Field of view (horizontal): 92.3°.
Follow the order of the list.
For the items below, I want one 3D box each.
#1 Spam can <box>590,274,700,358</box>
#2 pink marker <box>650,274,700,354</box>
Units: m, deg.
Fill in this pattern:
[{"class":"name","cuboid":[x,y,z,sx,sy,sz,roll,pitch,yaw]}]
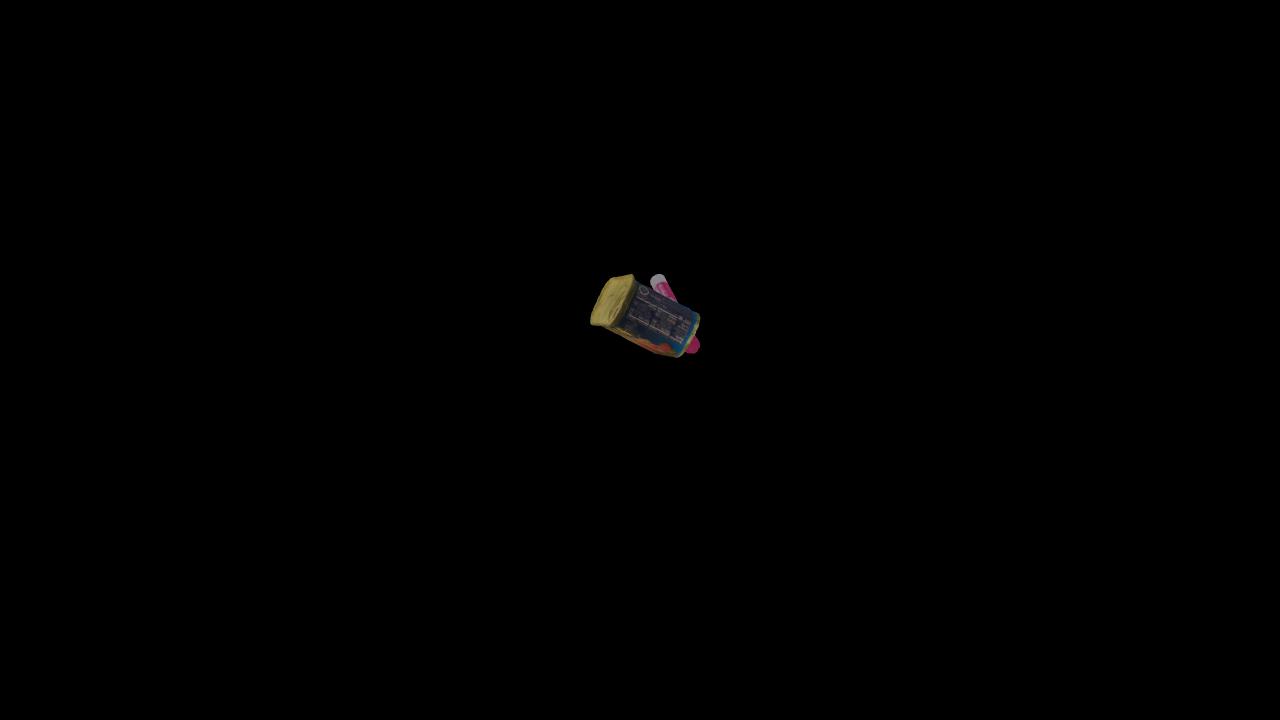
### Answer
[{"class":"Spam can","cuboid":[0.004,-0.045,0.652,0.085,0.058,0.101,26,-3,-19]},{"class":"pink marker","cuboid":[0.039,-0.052,0.692,0.020,0.121,0.020,-14,-40,-12]}]
